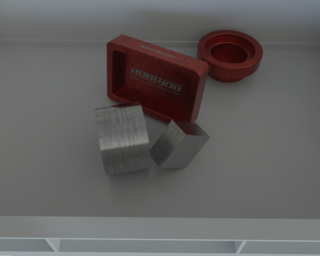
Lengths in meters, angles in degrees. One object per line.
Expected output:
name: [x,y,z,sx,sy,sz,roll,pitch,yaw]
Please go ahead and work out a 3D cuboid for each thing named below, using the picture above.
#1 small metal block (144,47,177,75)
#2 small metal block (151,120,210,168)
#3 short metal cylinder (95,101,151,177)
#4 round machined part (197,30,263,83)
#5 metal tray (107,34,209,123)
small metal block: [0.000,-0.092,0.466,0.050,0.050,0.025,-4,50,-4]
small metal block: [0.023,0.020,0.359,0.050,0.050,0.025,8,34,-50]
short metal cylinder: [-0.043,0.012,0.359,0.050,0.080,0.080,-10,51,-8]
round machined part: [0.107,-0.109,0.487,0.099,0.042,0.098,0,50,0]
metal tray: [-0.008,-0.061,0.410,0.130,0.089,0.030,23,42,17]
